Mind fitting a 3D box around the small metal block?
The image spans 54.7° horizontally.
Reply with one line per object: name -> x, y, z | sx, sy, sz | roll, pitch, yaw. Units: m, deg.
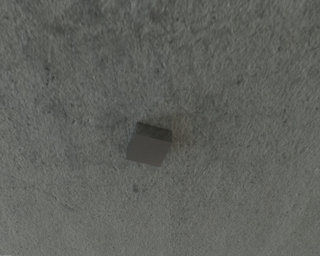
small metal block -> -0.015, 0.024, 0.427 | 0.050, 0.025, 0.050 | 14, 129, -13
